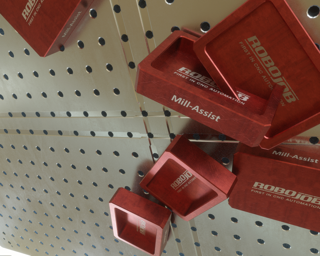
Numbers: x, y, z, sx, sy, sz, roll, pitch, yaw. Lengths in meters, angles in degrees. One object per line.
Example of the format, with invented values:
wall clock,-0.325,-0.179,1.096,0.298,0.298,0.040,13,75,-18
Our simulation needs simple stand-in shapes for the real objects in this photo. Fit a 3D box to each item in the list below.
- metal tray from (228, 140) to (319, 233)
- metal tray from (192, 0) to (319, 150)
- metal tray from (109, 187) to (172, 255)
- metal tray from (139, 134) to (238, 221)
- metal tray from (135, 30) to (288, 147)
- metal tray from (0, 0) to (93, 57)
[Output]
metal tray,0.153,0.070,0.371,0.130,0.030,0.089,12,123,22
metal tray,0.105,-0.055,0.300,0.090,0.030,0.130,-34,94,28
metal tray,-0.032,0.157,0.503,0.090,0.030,0.129,22,140,15
metal tray,0.031,0.072,0.412,0.090,0.030,0.129,37,146,3
metal tray,0.053,-0.045,0.311,0.130,0.090,0.030,26,138,11
metal tray,-0.141,-0.162,0.383,0.090,0.030,0.129,48,129,-6
